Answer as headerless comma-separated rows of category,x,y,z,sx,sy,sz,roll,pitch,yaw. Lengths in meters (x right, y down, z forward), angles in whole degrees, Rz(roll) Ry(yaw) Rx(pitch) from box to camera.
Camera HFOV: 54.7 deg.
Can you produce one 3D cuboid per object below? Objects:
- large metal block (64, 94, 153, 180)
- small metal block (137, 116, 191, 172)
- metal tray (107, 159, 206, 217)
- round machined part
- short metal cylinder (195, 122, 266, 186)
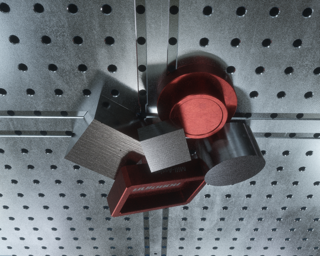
large metal block,-0.066,0.016,0.408,0.080,0.050,0.080,29,124,-22
small metal block,0.006,0.020,0.368,0.050,0.025,0.050,-17,126,0
metal tray,-0.001,0.085,0.443,0.131,0.030,0.089,-2,142,-28
round machined part,0.046,-0.025,0.379,0.099,0.042,0.097,0,130,0
short metal cylinder,0.092,0.036,0.412,0.081,0.050,0.080,-9,145,-6
